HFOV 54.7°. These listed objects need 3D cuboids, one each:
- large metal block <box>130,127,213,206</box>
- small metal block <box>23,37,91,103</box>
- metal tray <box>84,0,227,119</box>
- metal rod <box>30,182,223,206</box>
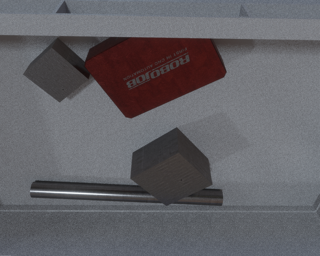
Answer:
[{"bbox_3d":[0.016,0.057,0.442,0.080,0.050,0.080,-31,124,23],"label":"large metal block"},{"bbox_3d":[-0.115,-0.065,0.352,0.050,0.025,0.050,-33,123,24],"label":"small metal block"},{"bbox_3d":[-0.004,-0.072,0.344,0.130,0.030,0.090,-23,127,18],"label":"metal tray"},{"bbox_3d":[-0.050,0.106,0.498,0.302,0.025,0.025,3,130,-4],"label":"metal rod"}]
